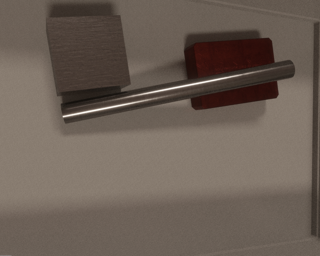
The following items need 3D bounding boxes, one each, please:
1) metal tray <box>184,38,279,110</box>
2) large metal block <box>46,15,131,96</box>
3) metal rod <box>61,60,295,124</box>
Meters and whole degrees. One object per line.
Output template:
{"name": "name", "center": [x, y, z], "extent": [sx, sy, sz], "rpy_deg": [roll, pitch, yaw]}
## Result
{"name": "metal tray", "center": [0.105, -0.079, 0.448], "extent": [0.131, 0.030, 0.089], "rpy_deg": [-10, 93, -20]}
{"name": "large metal block", "center": [-0.086, -0.084, 0.366], "extent": [0.081, 0.050, 0.079], "rpy_deg": [-10, 94, -20]}
{"name": "metal rod", "center": [0.030, -0.049, 0.395], "extent": [0.302, 0.025, 0.025], "rpy_deg": [-12, 95, -10]}
